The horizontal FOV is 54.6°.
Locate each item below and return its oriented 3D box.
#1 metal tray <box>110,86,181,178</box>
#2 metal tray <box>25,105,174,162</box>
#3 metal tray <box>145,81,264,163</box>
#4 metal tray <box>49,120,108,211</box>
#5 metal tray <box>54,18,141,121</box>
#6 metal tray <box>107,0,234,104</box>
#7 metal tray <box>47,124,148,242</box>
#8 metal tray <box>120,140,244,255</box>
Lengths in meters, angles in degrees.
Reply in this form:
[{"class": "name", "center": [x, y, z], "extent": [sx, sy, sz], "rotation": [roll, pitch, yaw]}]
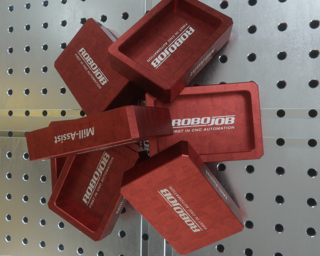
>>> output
[{"class": "metal tray", "center": [-0.022, 0.000, 0.418], "extent": [0.090, 0.030, 0.129], "rotation": [-5, 86, 18]}, {"class": "metal tray", "center": [-0.062, 0.007, 0.332], "extent": [0.130, 0.090, 0.030], "rotation": [-13, 86, 24]}, {"class": "metal tray", "center": [0.052, -0.005, 0.372], "extent": [0.131, 0.030, 0.090], "rotation": [-4, 89, 2]}, {"class": "metal tray", "center": [-0.112, 0.052, 0.450], "extent": [0.090, 0.030, 0.129], "rotation": [-4, 88, 19]}, {"class": "metal tray", "center": [-0.084, -0.078, 0.422], "extent": [0.090, 0.030, 0.130], "rotation": [-47, 60, 14]}, {"class": "metal tray", "center": [0.014, -0.101, 0.370], "extent": [0.090, 0.030, 0.130], "rotation": [35, 68, 17]}, {"class": "metal tray", "center": [-0.083, 0.069, 0.407], "extent": [0.090, 0.030, 0.129], "rotation": [28, 99, 18]}, {"class": "metal tray", "center": [0.027, 0.087, 0.365], "extent": [0.090, 0.030, 0.130], "rotation": [-31, 113, 18]}]
